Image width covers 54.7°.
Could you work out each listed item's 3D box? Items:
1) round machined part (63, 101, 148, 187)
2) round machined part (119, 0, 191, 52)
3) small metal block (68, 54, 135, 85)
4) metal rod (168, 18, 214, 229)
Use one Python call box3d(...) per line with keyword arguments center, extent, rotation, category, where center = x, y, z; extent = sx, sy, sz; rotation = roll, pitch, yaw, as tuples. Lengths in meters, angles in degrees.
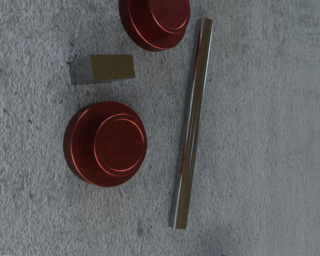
box3d(center=(-0.053, 0.018, 0.349), extent=(0.099, 0.042, 0.097), rotation=(0, 90, -40), category="round machined part")
box3d(center=(0.000, -0.150, 0.394), extent=(0.099, 0.042, 0.097), rotation=(0, 90, -40), category="round machined part")
box3d(center=(-0.063, -0.063, 0.335), extent=(0.050, 0.050, 0.025), rotation=(-11, 97, -40), category="small metal block")
box3d(center=(0.046, -0.011, 0.442), extent=(0.025, 0.025, 0.298), rotation=(14, 81, -39), category="metal rod")
